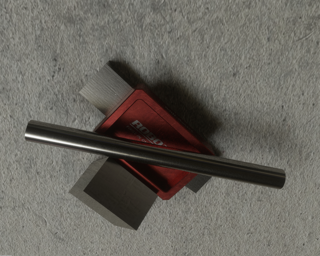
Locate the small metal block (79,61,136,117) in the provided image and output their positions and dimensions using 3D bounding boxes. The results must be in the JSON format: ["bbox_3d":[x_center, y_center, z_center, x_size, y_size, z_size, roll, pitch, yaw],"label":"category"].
[{"bbox_3d":[-0.064,-0.048,0.392,0.050,0.025,0.050,43,104,-15],"label":"small metal block"}]

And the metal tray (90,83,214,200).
[{"bbox_3d":[-0.008,0.020,0.388,0.130,0.030,0.090,42,104,-14],"label":"metal tray"}]

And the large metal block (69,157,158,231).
[{"bbox_3d":[-0.063,0.086,0.403,0.080,0.080,0.050,41,63,-14],"label":"large metal block"}]

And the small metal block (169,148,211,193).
[{"bbox_3d":[0.046,0.054,0.431,0.050,0.025,0.050,37,106,-13],"label":"small metal block"}]

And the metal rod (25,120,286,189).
[{"bbox_3d":[-0.001,0.033,0.364,0.302,0.025,0.025,11,110,-5],"label":"metal rod"}]
